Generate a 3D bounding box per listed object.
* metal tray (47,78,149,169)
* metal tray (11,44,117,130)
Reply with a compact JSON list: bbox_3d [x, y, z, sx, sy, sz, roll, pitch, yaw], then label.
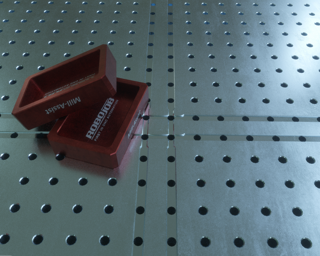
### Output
[{"bbox_3d":[-0.077,-0.016,0.417,0.090,0.030,0.130,13,51,11],"label":"metal tray"},{"bbox_3d":[-0.123,-0.056,0.413,0.130,0.030,0.090,-20,40,9],"label":"metal tray"}]
